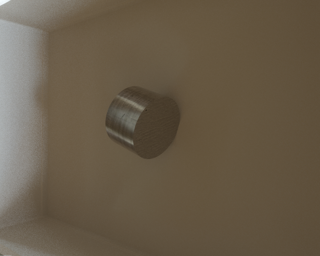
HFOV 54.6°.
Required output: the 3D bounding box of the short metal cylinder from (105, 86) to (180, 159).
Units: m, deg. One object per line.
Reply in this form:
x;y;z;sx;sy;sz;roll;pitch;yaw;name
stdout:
-0.020;-0.008;0.389;0.050;0.081;0.080;25;106;37;short metal cylinder
